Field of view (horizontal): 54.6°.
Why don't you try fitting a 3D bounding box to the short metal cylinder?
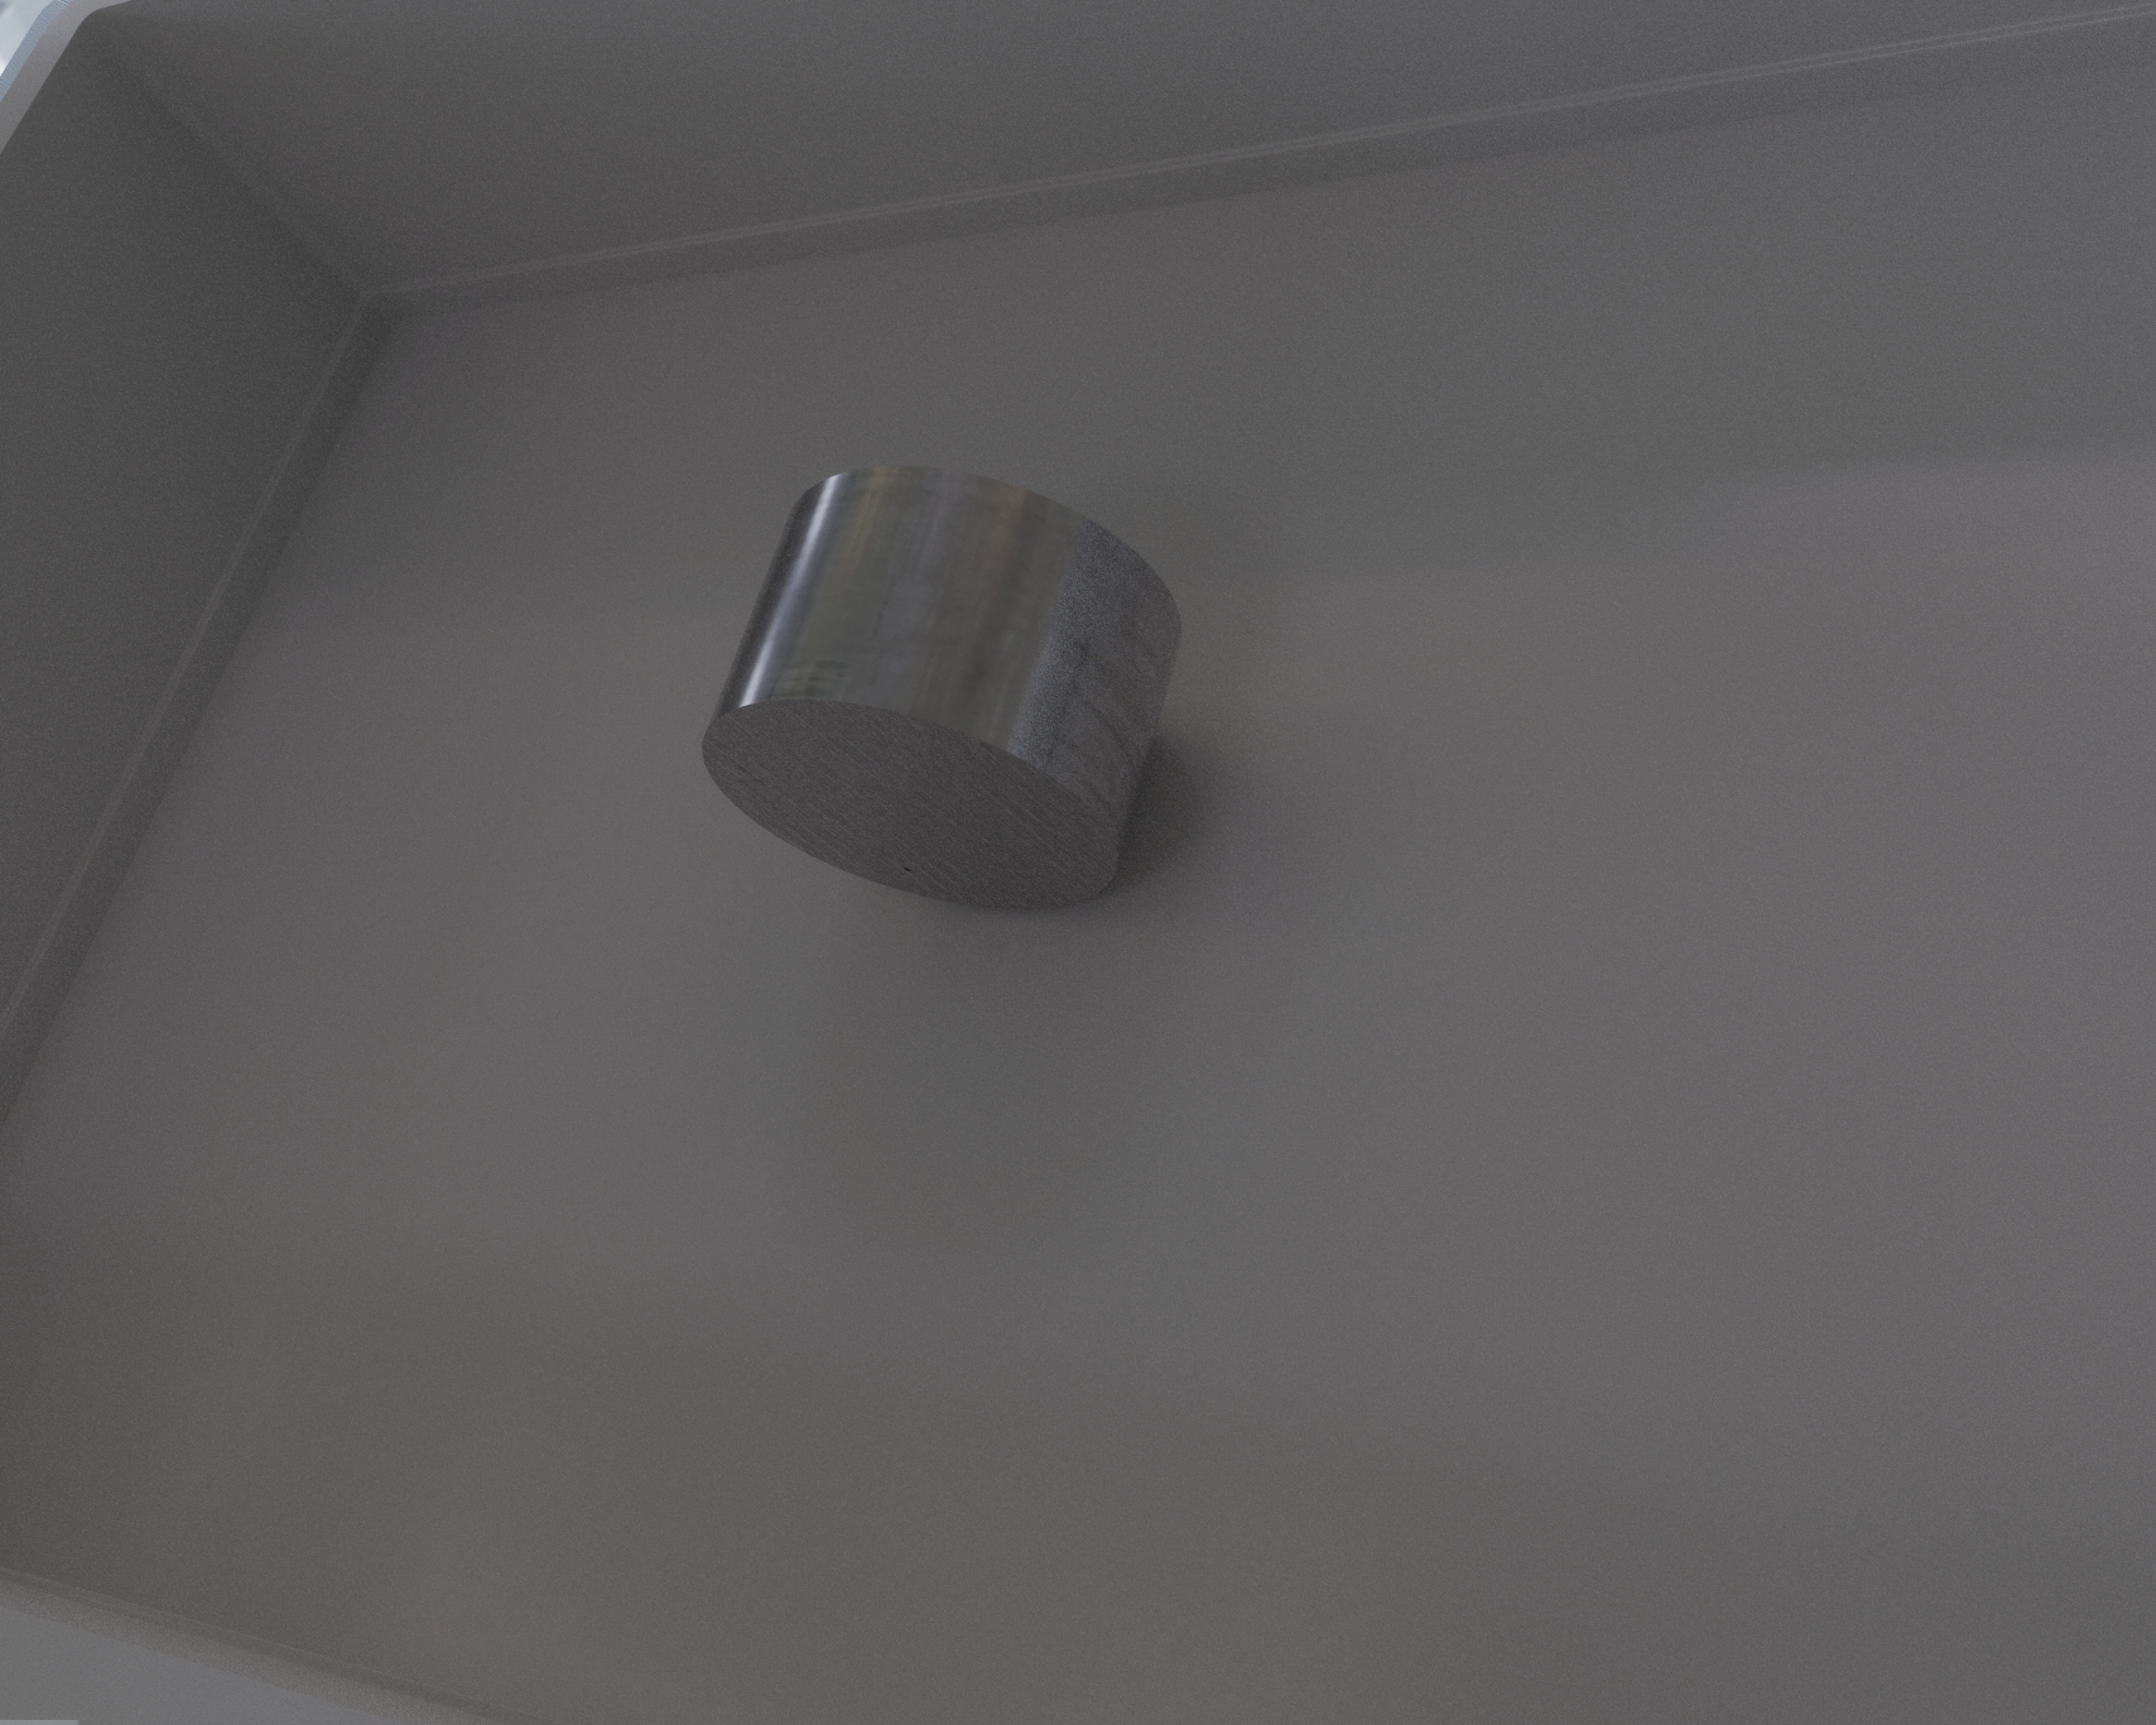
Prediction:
[{"bbox_3d":[-0.025,-0.031,0.400,0.080,0.080,0.050,2,63,29],"label":"short metal cylinder"}]
